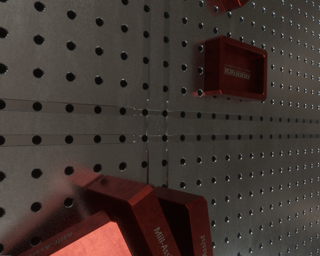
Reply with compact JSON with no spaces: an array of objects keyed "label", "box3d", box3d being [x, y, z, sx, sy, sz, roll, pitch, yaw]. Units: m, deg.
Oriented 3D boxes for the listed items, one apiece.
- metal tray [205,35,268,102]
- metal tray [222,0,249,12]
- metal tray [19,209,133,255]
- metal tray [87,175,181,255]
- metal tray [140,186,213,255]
[{"label":"metal tray","box3d":[0.131,-0.095,0.518,0.131,0.030,0.089,2,89,-40]},{"label":"metal tray","box3d":[0.139,-0.269,0.525,0.131,0.030,0.090,-47,118,-30]},{"label":"metal tray","box3d":[-0.090,0.152,0.307,0.131,0.030,0.090,-26,108,-18]},{"label":"metal tray","box3d":[-0.025,0.120,0.347,0.030,0.090,0.129,-34,111,-35]},{"label":"metal tray","box3d":[0.022,0.145,0.387,0.030,0.090,0.129,-13,99,-40]}]
